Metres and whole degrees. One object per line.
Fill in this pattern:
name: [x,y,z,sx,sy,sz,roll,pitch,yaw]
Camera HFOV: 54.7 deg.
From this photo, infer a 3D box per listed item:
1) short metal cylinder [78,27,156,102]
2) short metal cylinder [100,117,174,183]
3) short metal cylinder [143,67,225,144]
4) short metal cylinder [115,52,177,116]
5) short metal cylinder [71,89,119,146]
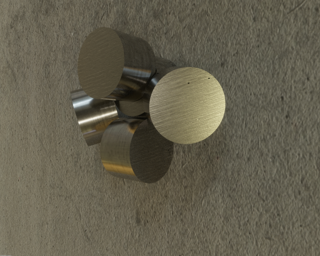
short metal cylinder: [-0.052,-0.072,0.365,0.080,0.050,0.079,0,90,39]
short metal cylinder: [-0.027,0.026,0.390,0.050,0.081,0.079,2,92,40]
short metal cylinder: [0.024,-0.027,0.341,0.050,0.081,0.079,-132,53,-74]
short metal cylinder: [-0.017,-0.054,0.402,0.080,0.050,0.079,0,90,39]
short metal cylinder: [-0.087,-0.020,0.433,0.080,0.050,0.080,163,89,-81]
